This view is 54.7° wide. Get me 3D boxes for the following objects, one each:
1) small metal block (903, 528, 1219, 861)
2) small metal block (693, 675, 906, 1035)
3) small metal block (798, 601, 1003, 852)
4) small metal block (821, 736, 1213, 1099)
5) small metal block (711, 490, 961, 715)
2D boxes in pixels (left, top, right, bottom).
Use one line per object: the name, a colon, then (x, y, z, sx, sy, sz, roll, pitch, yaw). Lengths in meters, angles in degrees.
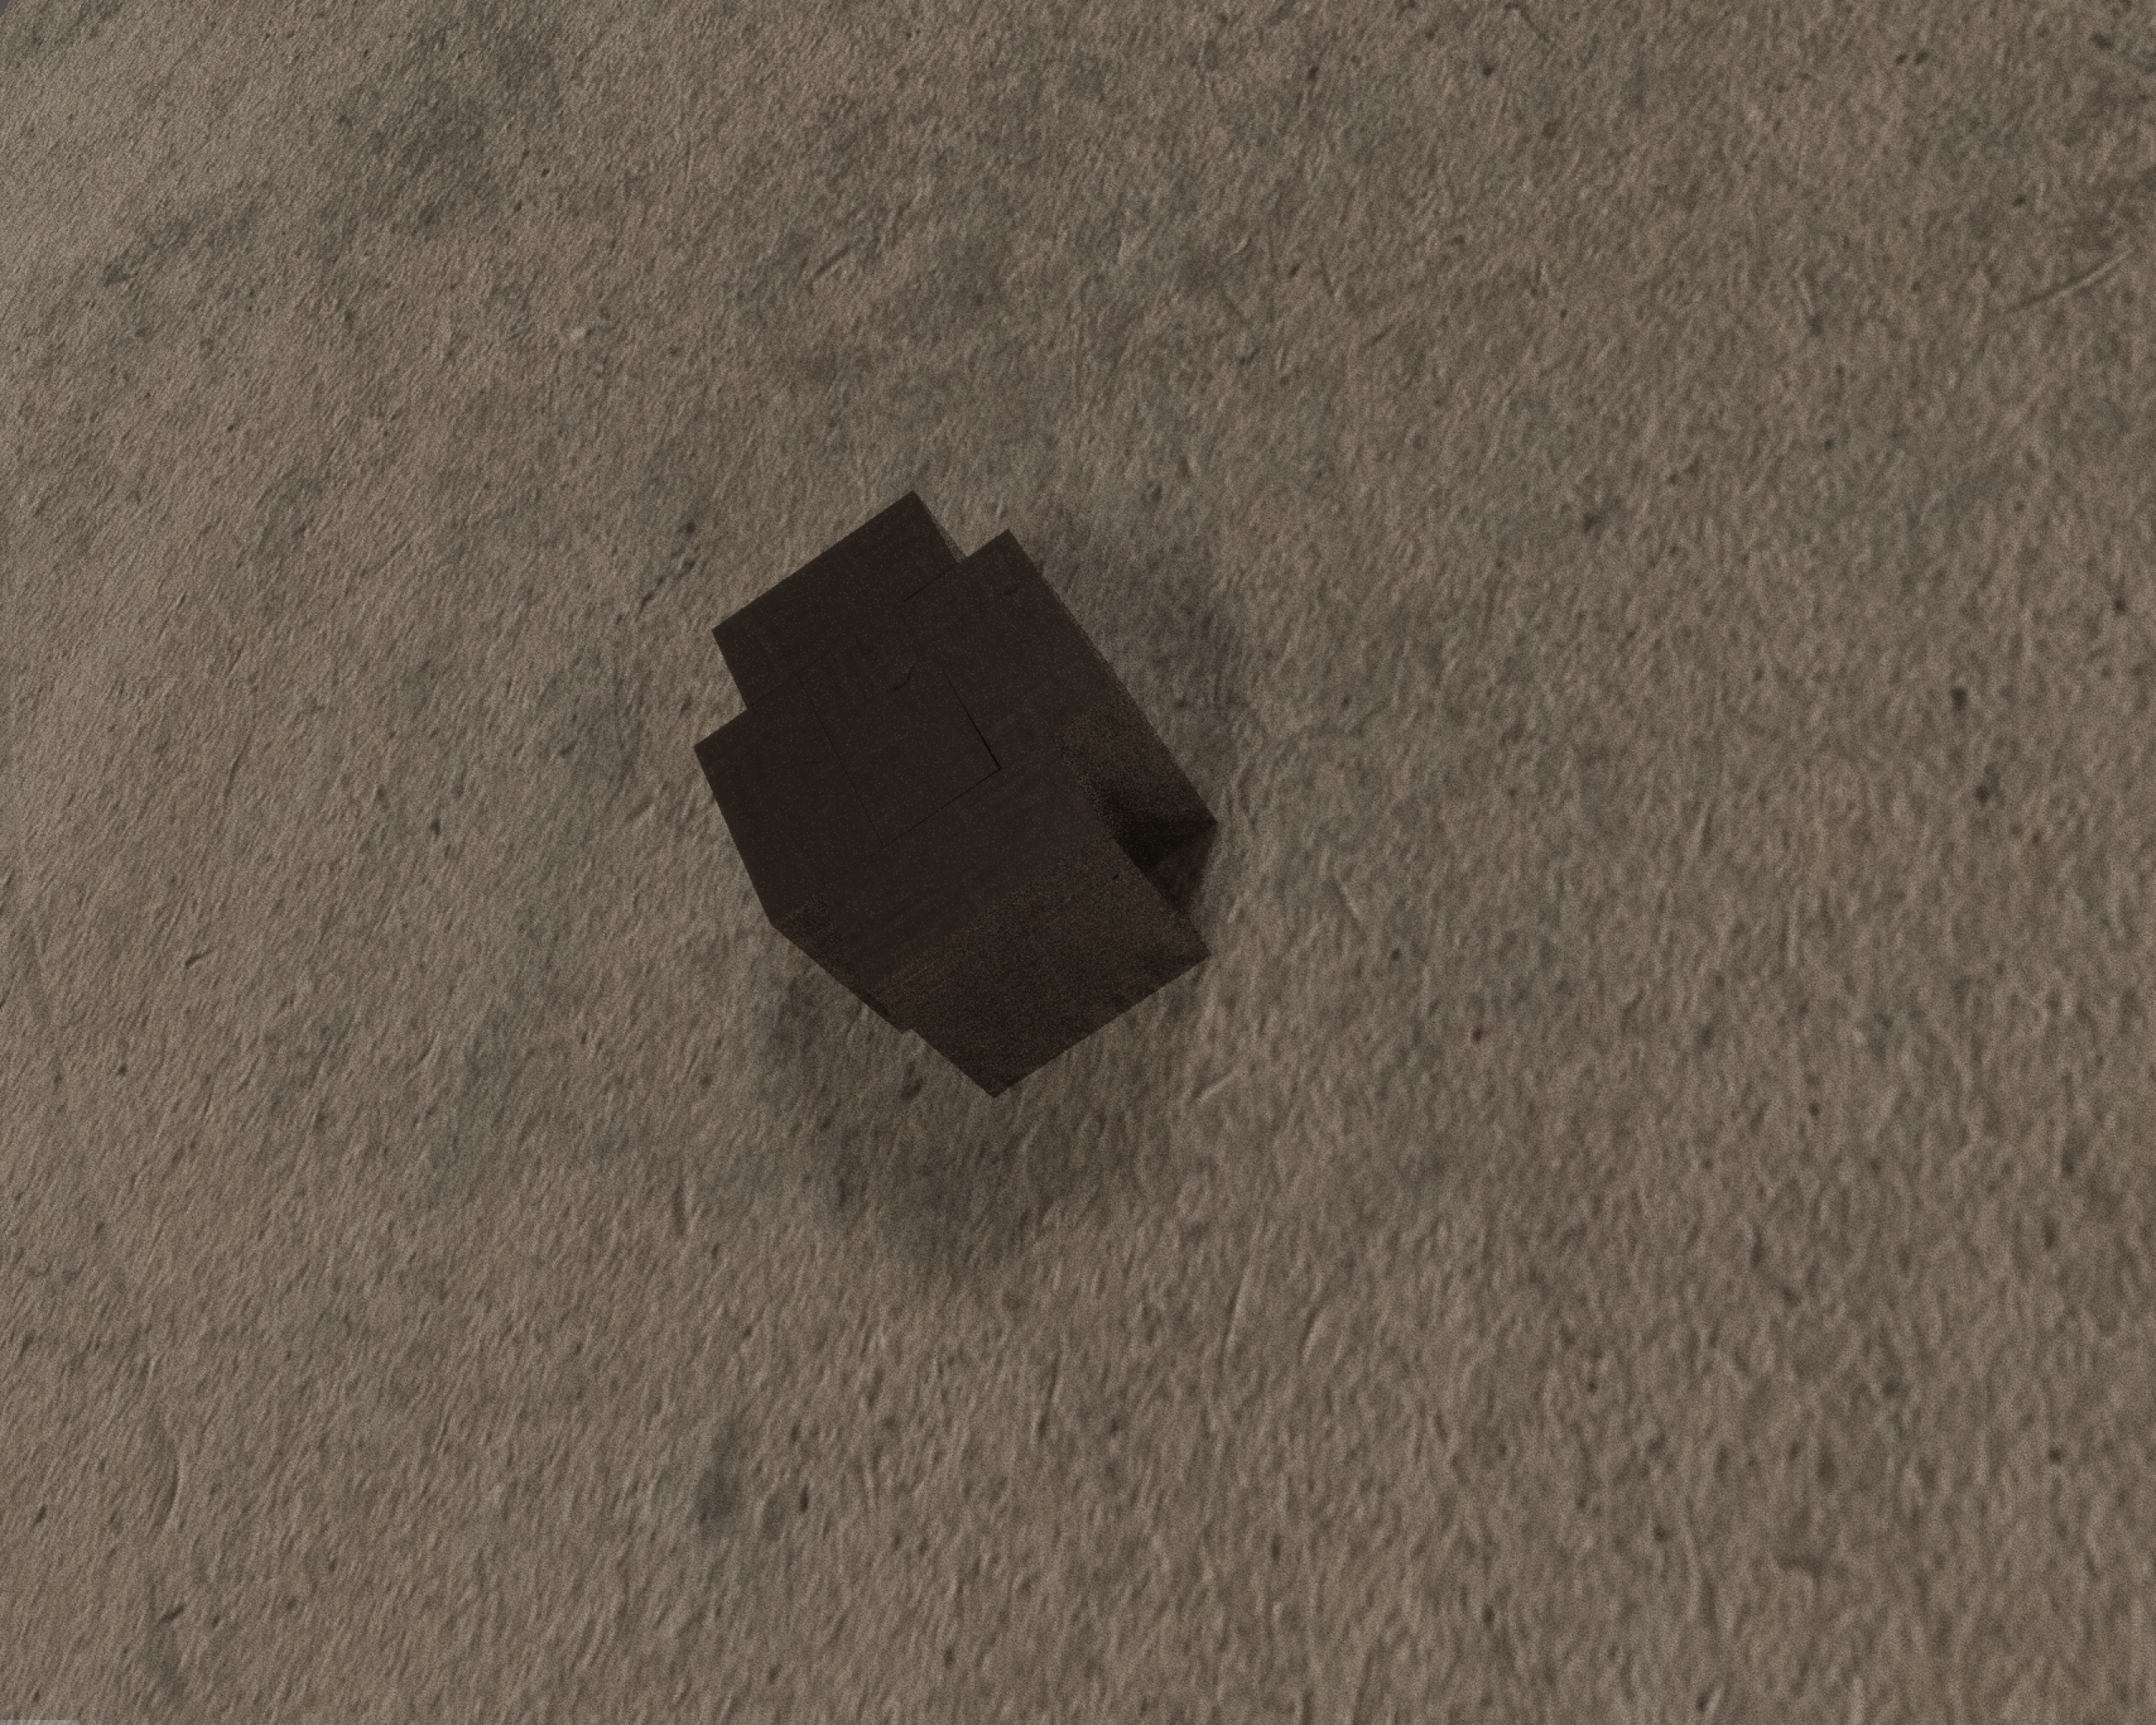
small metal block: (-0.003, -0.029, 0.407, 0.025, 0.050, 0.050, -35, 52, 5)
small metal block: (-0.045, -0.001, 0.411, 0.025, 0.050, 0.050, -35, 52, 5)
small metal block: (-0.024, -0.015, 0.409, 0.025, 0.050, 0.050, -35, 52, 5)
small metal block: (-0.010, 0.011, 0.386, 0.050, 0.050, 0.025, -34, 52, 6)
small metal block: (-0.038, -0.041, 0.432, 0.050, 0.050, 0.025, -34, 52, 6)
